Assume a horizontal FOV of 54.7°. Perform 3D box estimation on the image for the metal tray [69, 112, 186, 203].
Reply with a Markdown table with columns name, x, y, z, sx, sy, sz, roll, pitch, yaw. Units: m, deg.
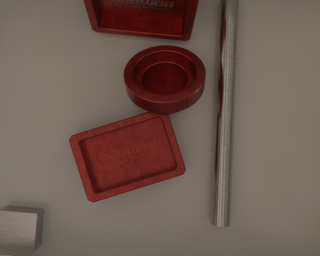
| name | x | y | z | sx | sy | sz | roll | pitch | yaw |
| --- | --- | --- | --- | --- | --- | --- | --- | --- | --- |
| metal tray | -0.041 | 0.034 | 0.408 | 0.131 | 0.030 | 0.090 | -17 | 90 | -1 |

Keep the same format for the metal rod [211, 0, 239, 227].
| name | x | y | z | sx | sy | sz | roll | pitch | yaw |
| --- | --- | --- | --- | --- | --- | --- | --- | --- | --- |
| metal rod | 0.086 | -0.021 | 0.412 | 0.025 | 0.025 | 0.298 | 2 | 90 | -1 |

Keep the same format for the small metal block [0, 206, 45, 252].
| name | x | y | z | sx | sy | sz | roll | pitch | yaw |
| --- | --- | --- | --- | --- | --- | --- | --- | --- | --- |
| small metal block | -0.185 | 0.132 | 0.409 | 0.050 | 0.025 | 0.050 | 5 | 90 | -1 |

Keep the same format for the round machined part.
| name | x | y | z | sx | sy | sz | roll | pitch | yaw |
| --- | --- | --- | --- | --- | --- | --- | --- | --- | --- |
| round machined part | 0.006 | -0.055 | 0.388 | 0.099 | 0.042 | 0.098 | -1 | 54 | 2 |

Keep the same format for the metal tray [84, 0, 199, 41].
| name | x | y | z | sx | sy | sz | roll | pitch | yaw |
| --- | --- | --- | --- | --- | --- | --- | --- | --- | --- |
| metal tray | -0.022 | -0.149 | 0.376 | 0.131 | 0.090 | 0.030 | 5 | 73 | -1 |
